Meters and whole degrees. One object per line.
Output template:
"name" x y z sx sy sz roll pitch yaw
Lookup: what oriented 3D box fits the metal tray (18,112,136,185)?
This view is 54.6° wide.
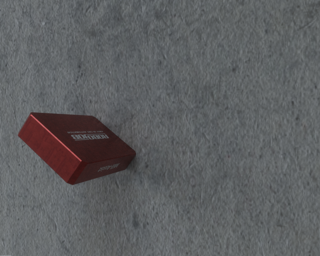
"metal tray" -0.095 0.021 0.387 0.090 0.130 0.030 39 103 16
